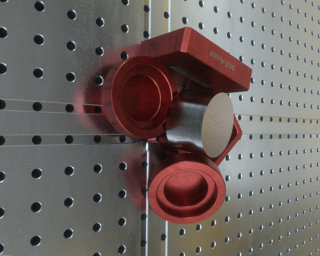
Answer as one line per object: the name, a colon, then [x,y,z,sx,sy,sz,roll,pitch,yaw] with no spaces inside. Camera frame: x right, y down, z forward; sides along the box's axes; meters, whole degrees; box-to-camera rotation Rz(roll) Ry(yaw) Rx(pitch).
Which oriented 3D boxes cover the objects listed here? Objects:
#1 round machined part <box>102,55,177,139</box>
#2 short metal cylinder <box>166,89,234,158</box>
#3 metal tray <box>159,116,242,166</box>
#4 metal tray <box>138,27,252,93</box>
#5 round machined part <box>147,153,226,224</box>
round machined part: [-0.028,-0.036,0.377,0.099,0.042,0.097,0,90,-40]
short metal cylinder: [0.052,-0.007,0.390,0.081,0.050,0.079,-17,112,-49]
metal tray: [0.066,0.013,0.463,0.131,0.030,0.090,-44,117,-31]
metal tray: [0.047,-0.081,0.408,0.131,0.090,0.030,19,78,-39]
round machined part: [0.033,0.074,0.405,0.099,0.042,0.097,-1,115,-2]
